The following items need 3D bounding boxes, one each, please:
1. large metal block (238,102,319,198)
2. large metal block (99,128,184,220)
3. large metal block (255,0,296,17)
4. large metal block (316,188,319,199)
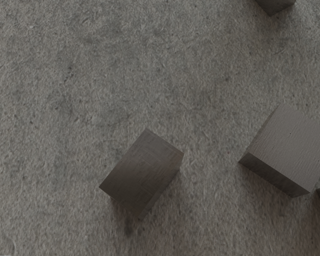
[{"bbox_3d":[0.159,0.028,0.387,0.080,0.050,0.080,35,73,11],"label":"large metal block"},{"bbox_3d":[-0.018,0.057,0.358,0.050,0.080,0.080,35,74,11],"label":"large metal block"},{"bbox_3d":[0.173,-0.232,0.466,0.050,0.080,0.080,-30,73,-11],"label":"large metal block"},{"bbox_3d":[0.248,0.097,0.363,0.081,0.050,0.080,-14,71,-5],"label":"large metal block"}]
